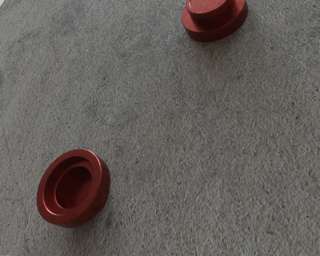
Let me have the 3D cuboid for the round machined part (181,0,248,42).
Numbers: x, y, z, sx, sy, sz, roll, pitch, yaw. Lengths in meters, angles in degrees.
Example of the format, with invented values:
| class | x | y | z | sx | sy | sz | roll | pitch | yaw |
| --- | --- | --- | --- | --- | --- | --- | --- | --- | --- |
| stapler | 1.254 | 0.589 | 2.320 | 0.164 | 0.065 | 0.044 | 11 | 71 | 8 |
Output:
| class | x | y | z | sx | sy | sz | roll | pitch | yaw |
| --- | --- | --- | --- | --- | --- | --- | --- | --- | --- |
| round machined part | 0.078 | -0.180 | 0.463 | 0.098 | 0.042 | 0.098 | -13 | 56 | 21 |

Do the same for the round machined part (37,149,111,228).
| class | x | y | z | sx | sy | sz | roll | pitch | yaw |
| --- | --- | --- | --- | --- | --- | --- | --- | --- | --- |
| round machined part | -0.105 | 0.079 | 0.400 | 0.098 | 0.042 | 0.098 | -13 | 56 | 21 |
